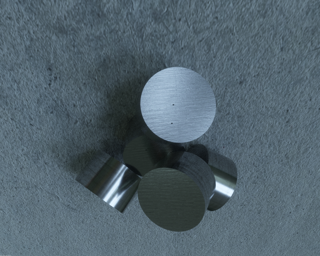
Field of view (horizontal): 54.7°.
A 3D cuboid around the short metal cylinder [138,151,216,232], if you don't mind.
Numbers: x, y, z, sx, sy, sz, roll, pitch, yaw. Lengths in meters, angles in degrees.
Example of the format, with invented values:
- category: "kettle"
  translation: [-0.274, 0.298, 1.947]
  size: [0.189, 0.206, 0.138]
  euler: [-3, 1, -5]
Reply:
- category: "short metal cylinder"
  translation: [0.021, 0.074, 0.367]
  size: [0.080, 0.050, 0.079]
  euler: [7, 110, 21]

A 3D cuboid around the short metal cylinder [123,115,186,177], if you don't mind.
- category: "short metal cylinder"
  translation: [-0.007, 0.021, 0.410]
  size: [0.081, 0.050, 0.079]
  euler: [-1, 130, 0]

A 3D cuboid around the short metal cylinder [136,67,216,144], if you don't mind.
- category: "short metal cylinder"
  translation: [0.015, -0.022, 0.346]
  size: [0.081, 0.080, 0.050]
  euler: [10, 173, -9]

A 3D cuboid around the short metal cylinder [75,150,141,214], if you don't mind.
- category: "short metal cylinder"
  translation: [-0.069, 0.074, 0.427]
  size: [0.080, 0.050, 0.080]
  euler: [33, 164, 11]

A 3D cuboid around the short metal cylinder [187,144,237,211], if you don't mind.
- category: "short metal cylinder"
  translation: [0.060, 0.069, 0.431]
  size: [0.050, 0.080, 0.080]
  euler: [28, 125, -22]
